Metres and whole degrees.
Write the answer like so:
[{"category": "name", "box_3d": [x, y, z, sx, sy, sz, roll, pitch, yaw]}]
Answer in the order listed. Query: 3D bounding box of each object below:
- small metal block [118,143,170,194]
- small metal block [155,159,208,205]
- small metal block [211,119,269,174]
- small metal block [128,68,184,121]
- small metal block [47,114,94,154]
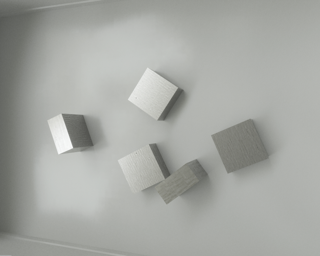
[{"category": "small metal block", "box_3d": [-0.021, 0.054, 0.418, 0.050, 0.025, 0.050, -28, 81, 17]}, {"category": "small metal block", "box_3d": [0.028, 0.066, 0.387, 0.050, 0.050, 0.025, -40, 78, 16]}, {"category": "small metal block", "box_3d": [0.097, 0.022, 0.376, 0.050, 0.025, 0.050, -25, 82, 18]}, {"category": "small metal block", "box_3d": [-0.006, -0.044, 0.412, 0.050, 0.025, 0.050, 36, 101, 16]}, {"category": "small metal block", "box_3d": [-0.127, 0.008, 0.442, 0.025, 0.050, 0.050, -23, 83, 19]}]
